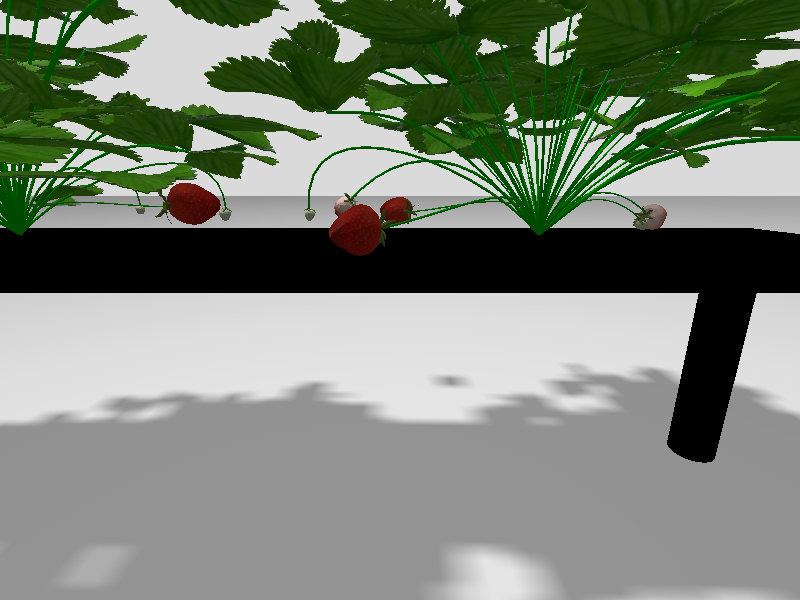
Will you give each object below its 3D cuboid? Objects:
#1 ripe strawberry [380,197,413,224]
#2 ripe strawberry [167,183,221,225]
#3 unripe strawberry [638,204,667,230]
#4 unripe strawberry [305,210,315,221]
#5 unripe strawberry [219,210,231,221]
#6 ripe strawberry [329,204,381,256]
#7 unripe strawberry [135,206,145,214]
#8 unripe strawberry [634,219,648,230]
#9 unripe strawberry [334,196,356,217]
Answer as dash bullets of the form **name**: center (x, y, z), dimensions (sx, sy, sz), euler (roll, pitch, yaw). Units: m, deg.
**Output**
- **ripe strawberry**: center (-0.005, -0.094, 0.422), dimensions (0.034, 0.029, 0.034), euler (10, 19, 32)
- **ripe strawberry**: center (-0.215, -0.100, 0.417), dimensions (0.049, 0.042, 0.049), euler (-10, 19, -33)
- **unripe strawberry**: center (0.251, -0.082, 0.395), dimensions (0.025, 0.025, 0.023), euler (6, 12, -24)
- **unripe strawberry**: center (-0.090, -0.085, 0.400), dimensions (0.010, 0.011, 0.011), euler (4, 16, 15)
- **unripe strawberry**: center (-0.211, -0.102, 0.483), dimensions (0.015, 0.013, 0.013), euler (13, 20, 38)
- **ripe strawberry**: center (-0.028, -0.042, 0.245), dimensions (0.032, 0.031, 0.030), euler (-11, 20, -33)
- **unripe strawberry**: center (-0.315, -0.109, 0.486), dimensions (0.011, 0.010, 0.010), euler (2, 16, 5)
- **unripe strawberry**: center (0.228, -0.071, 0.378), dimensions (0.011, 0.011, 0.013), euler (-41, 23, -3)
- **unripe strawberry**: center (-0.072, -0.119, 0.518), dimensions (0.031, 0.027, 0.031), euler (-16, -12, -44)
